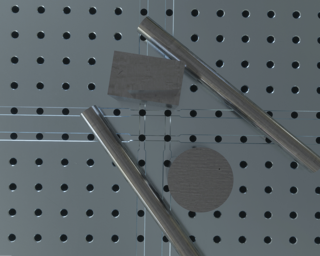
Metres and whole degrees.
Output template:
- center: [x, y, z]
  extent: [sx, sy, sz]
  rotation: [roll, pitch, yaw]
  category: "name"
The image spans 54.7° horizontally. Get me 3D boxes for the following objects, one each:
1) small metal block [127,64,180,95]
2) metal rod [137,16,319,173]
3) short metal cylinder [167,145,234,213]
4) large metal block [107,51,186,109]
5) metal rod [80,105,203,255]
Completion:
- center: [-0.007, -0.049, 0.321]
  extent: [0.050, 0.050, 0.025]
  rotation: [0, 90, -1]
  category: "small metal block"
- center: [0.094, -0.044, 0.414]
  extent: [0.300, 0.025, 0.025]
  rotation: [39, 90, -1]
  category: "metal rod"
- center: [0.049, 0.063, 0.402]
  extent: [0.081, 0.050, 0.079]
  rotation: [0, 90, -1]
  category: "short metal cylinder"
- center: [-0.015, -0.056, 0.386]
  extent: [0.081, 0.080, 0.050]
  rotation: [9, 90, -1]
  category: "large metal block"
- center: [-0.009, 0.099, 0.413]
  extent: [0.025, 0.025, 0.299]
  rotation: [-35, 90, 0]
  category: "metal rod"
